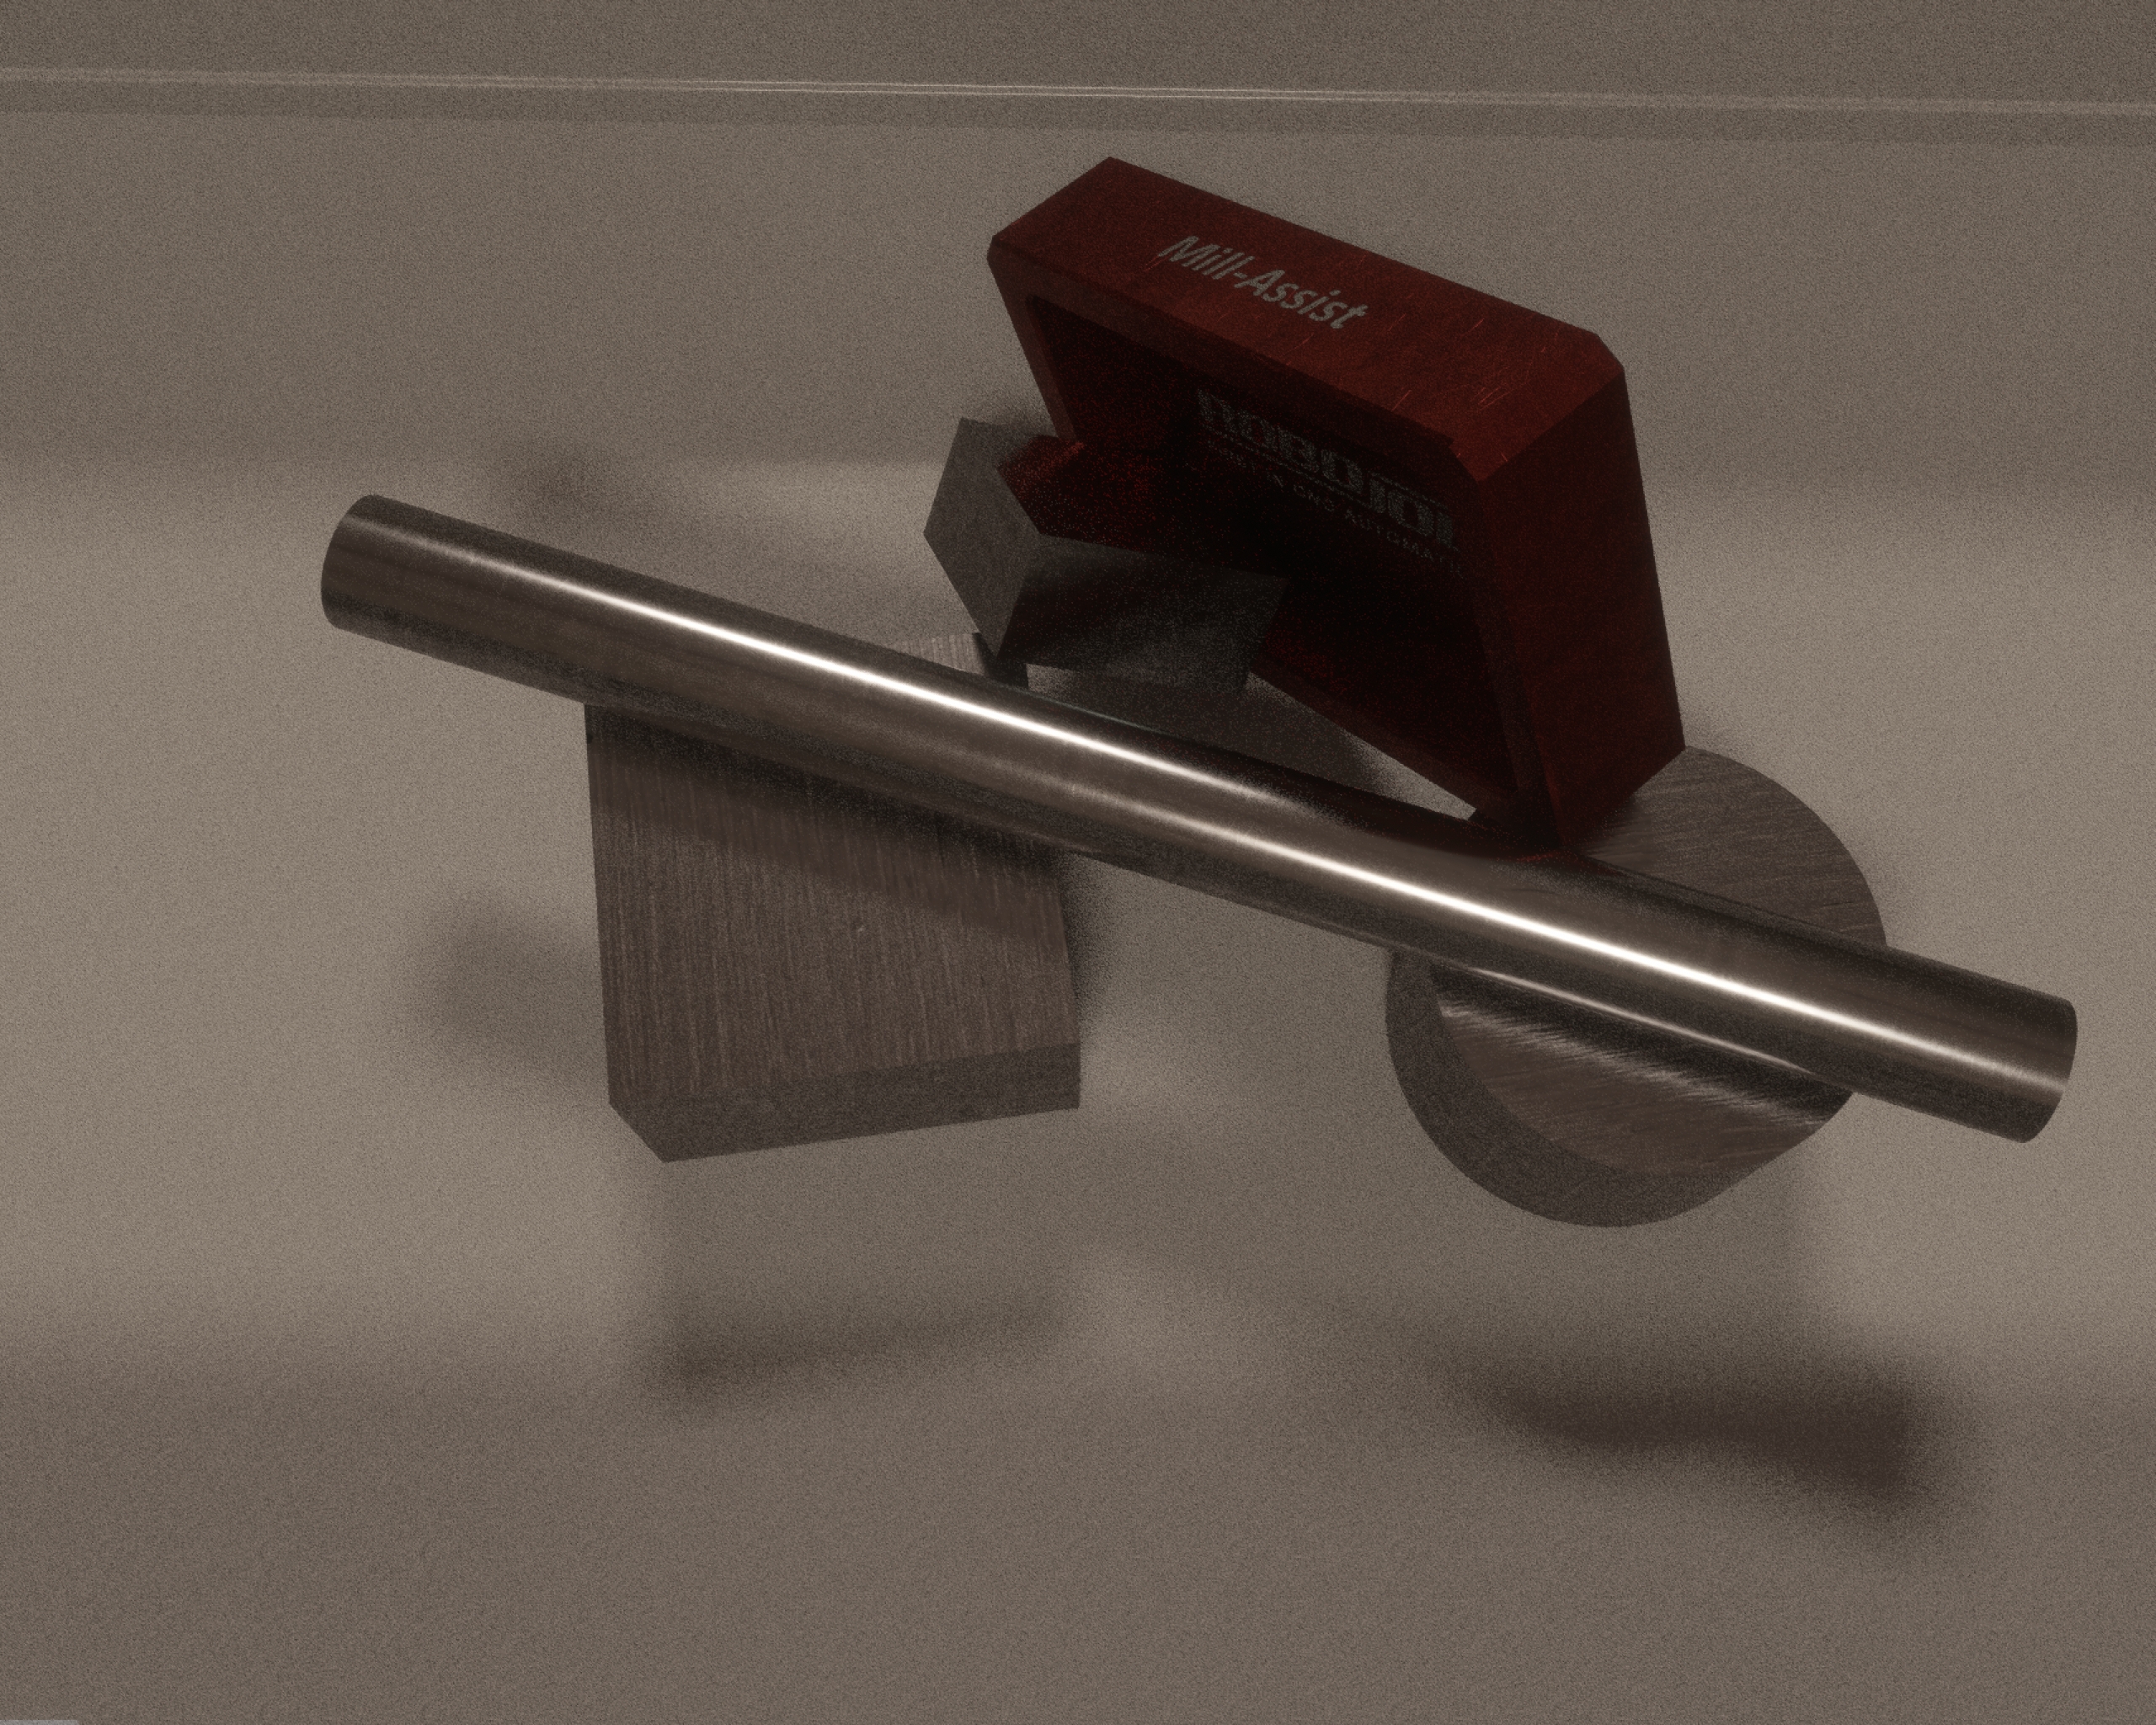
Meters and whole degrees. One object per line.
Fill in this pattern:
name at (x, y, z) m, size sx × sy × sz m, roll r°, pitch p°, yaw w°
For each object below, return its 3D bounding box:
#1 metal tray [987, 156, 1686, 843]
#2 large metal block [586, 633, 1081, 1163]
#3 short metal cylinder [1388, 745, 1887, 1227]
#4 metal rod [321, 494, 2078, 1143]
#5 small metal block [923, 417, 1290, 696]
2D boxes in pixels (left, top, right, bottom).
metal tray at (0.044, -0.066, 0.372) m, size 0.030 × 0.090 × 0.130 m, roll -39°, pitch 45°, yaw -14°
large metal block at (-0.045, 0.007, 0.392) m, size 0.081 × 0.050 × 0.080 m, roll -7°, pitch 70°, yaw -3°
short metal cylinder at (0.101, 0.024, 0.387) m, size 0.081 × 0.050 × 0.080 m, roll 0°, pitch 70°, yaw 0°
metal rod at (0.015, -0.010, 0.358) m, size 0.301 × 0.025 × 0.025 m, roll 17°, pitch 71°, yaw 5°
small metal block at (0.004, -0.058, 0.394) m, size 0.050 × 0.025 × 0.050 m, roll 6°, pitch 32°, yaw -26°
